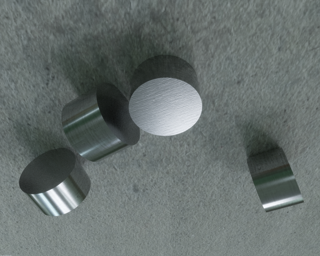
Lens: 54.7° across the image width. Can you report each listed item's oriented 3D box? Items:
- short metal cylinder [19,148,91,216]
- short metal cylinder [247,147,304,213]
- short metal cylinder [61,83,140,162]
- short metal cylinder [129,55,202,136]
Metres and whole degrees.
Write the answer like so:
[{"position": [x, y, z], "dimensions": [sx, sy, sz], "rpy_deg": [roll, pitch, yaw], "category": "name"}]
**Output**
[{"position": [-0.145, 0.074, 0.432], "dimensions": [0.080, 0.080, 0.050], "rpy_deg": [-12, 129, 9], "category": "short metal cylinder"}, {"position": [0.161, 0.073, 0.436], "dimensions": [0.050, 0.080, 0.080], "rpy_deg": [-21, 127, 17], "category": "short metal cylinder"}, {"position": [-0.067, -0.006, 0.365], "dimensions": [0.050, 0.080, 0.080], "rpy_deg": [-26, 126, 20], "category": "short metal cylinder"}, {"position": [0.006, -0.037, 0.359], "dimensions": [0.081, 0.050, 0.079], "rpy_deg": [0, 130, 0], "category": "short metal cylinder"}]
